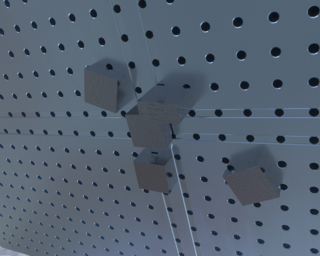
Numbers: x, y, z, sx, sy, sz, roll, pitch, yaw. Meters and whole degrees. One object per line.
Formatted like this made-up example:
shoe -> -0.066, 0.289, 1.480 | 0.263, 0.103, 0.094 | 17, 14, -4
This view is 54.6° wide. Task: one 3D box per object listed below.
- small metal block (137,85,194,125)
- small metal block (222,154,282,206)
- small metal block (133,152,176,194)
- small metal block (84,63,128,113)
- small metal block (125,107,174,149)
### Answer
small metal block -> 0.008, -0.030, 0.373 | 0.050, 0.050, 0.025 | 7, 122, 24
small metal block -> 0.116, 0.066, 0.391 | 0.050, 0.025, 0.050 | -27, 104, 37
small metal block -> -0.007, 0.066, 0.456 | 0.050, 0.025, 0.050 | 5, 121, 25
small metal block -> -0.073, -0.054, 0.417 | 0.050, 0.025, 0.050 | 20, 126, 16
small metal block -> -0.014, -0.001, 0.418 | 0.050, 0.025, 0.050 | 2, 119, 27
